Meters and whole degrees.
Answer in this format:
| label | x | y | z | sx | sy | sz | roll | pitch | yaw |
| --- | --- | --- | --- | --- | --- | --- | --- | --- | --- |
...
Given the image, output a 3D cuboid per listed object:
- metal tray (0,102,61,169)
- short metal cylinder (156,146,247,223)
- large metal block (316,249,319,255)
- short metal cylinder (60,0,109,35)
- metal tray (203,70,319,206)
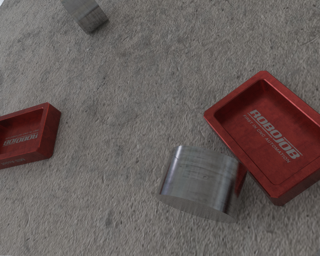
| label | x | y | z | sx | sy | sz | roll | pitch | yaw |
| --- | --- | --- | --- | --- | --- | --- | --- | --- | --- |
| metal tray | -0.232 | 0.015 | 0.513 | 0.130 | 0.030 | 0.090 | -13 | 56 | 20 |
| short metal cylinder | 0.042 | 0.058 | 0.311 | 0.080 | 0.080 | 0.050 | 6 | 65 | 31 |
| large metal block | 0.180 | 0.091 | 0.237 | 0.080 | 0.050 | 0.080 | 28 | 77 | 37 |
| short metal cylinder | -0.141 | -0.223 | 0.580 | 0.050 | 0.080 | 0.080 | -37 | 51 | 4 |
| metal tray | 0.119 | 0.005 | 0.334 | 0.090 | 0.030 | 0.130 | -36 | 51 | 3 |
